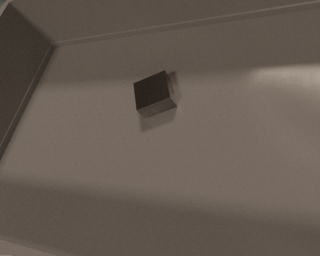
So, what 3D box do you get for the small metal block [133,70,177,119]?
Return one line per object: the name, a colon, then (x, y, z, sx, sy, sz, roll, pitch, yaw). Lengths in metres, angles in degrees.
small metal block: (-0.007, -0.047, 0.437, 0.050, 0.025, 0.050, -20, 54, 16)
